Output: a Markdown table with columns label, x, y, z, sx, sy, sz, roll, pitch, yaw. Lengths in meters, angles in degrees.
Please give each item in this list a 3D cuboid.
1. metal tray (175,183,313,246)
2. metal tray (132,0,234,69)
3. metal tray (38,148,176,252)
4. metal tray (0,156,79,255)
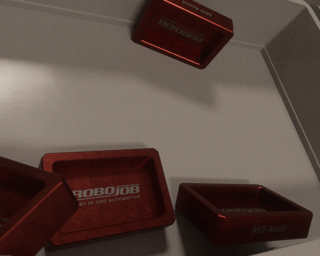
| label | x | y | z | sx | sy | sz | roll | pitch | yaw |
| --- | --- | --- | --- | --- | --- | --- | --- | --- | --- |
| metal tray | 0.095 | 0.095 | 0.360 | 0.131 | 0.090 | 0.030 | 6 | 99 | -26 |
| metal tray | 0.034 | -0.149 | 0.474 | 0.131 | 0.090 | 0.030 | 18 | 55 | -18 |
| metal tray | -0.056 | 0.070 | 0.330 | 0.131 | 0.030 | 0.090 | -1 | 62 | -29 |
| metal tray | -0.138 | 0.064 | 0.234 | 0.090 | 0.130 | 0.030 | -48 | 133 | -39 |
